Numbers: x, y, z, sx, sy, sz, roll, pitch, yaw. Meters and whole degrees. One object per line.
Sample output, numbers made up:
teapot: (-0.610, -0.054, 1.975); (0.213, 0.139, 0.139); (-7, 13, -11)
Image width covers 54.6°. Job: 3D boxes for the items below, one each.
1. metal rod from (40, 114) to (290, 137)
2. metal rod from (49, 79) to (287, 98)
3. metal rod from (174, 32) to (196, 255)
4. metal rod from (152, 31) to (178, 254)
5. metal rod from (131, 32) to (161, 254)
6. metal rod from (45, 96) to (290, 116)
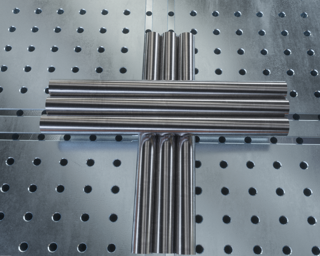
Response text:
metal rod: (0.006, -0.003, 0.386); (0.302, 0.025, 0.025); (1, 70, 0)
metal rod: (0.010, -0.050, 0.404); (0.302, 0.025, 0.025); (1, 70, 0)
metal rod: (0.034, 0.006, 0.410); (0.025, 0.025, 0.299); (2, 70, 1)
metal rod: (0.009, 0.004, 0.410); (0.025, 0.025, 0.299); (2, 70, 1)
metal rod: (-0.016, 0.005, 0.410); (0.025, 0.025, 0.299); (2, 70, 1)
metal rod: (0.009, -0.027, 0.395); (0.302, 0.025, 0.025); (1, 70, 0)
